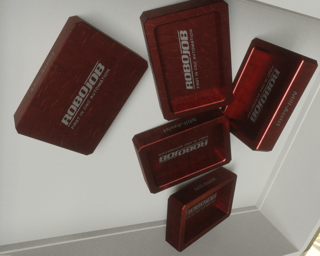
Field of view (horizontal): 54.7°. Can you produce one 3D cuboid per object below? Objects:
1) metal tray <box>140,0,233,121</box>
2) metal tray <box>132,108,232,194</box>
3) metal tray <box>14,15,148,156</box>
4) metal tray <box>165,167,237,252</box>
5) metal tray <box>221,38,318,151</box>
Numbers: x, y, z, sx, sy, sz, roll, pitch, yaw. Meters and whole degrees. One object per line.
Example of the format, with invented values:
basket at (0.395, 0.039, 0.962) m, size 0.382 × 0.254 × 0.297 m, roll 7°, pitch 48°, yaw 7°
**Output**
metal tray at (0.035, -0.077, 0.364) m, size 0.091 × 0.030 × 0.129 m, roll -15°, pitch 126°, yaw -3°
metal tray at (0.035, 0.031, 0.438) m, size 0.131 × 0.030 × 0.089 m, roll -21°, pitch 127°, yaw -11°
metal tray at (-0.085, -0.040, 0.335) m, size 0.090 × 0.030 × 0.129 m, roll 25°, pitch 104°, yaw -37°
metal tray at (0.068, 0.126, 0.494) m, size 0.131 × 0.030 × 0.089 m, roll -20°, pitch 123°, yaw -39°
metal tray at (0.137, -0.045, 0.415) m, size 0.030 × 0.090 × 0.129 m, roll 7°, pitch 115°, yaw -32°
